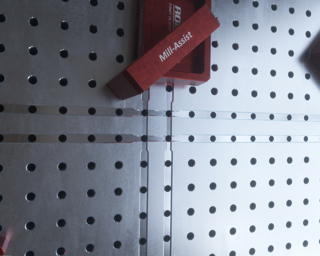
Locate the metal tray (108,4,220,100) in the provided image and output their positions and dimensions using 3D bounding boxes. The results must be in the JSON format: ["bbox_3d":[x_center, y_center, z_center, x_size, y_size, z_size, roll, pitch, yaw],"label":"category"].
[{"bbox_3d":[0.002,-0.089,0.378,0.130,0.090,0.030,-43,103,-15],"label":"metal tray"}]

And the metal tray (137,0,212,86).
[{"bbox_3d":[0.019,-0.125,0.403,0.091,0.030,0.129,3,85,-18],"label":"metal tray"}]

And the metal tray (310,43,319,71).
[{"bbox_3d":[0.325,-0.136,0.528,0.090,0.030,0.130,45,76,-15],"label":"metal tray"}]

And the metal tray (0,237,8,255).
[{"bbox_3d":[-0.232,0.173,0.324,0.090,0.030,0.130,23,82,-19],"label":"metal tray"}]
